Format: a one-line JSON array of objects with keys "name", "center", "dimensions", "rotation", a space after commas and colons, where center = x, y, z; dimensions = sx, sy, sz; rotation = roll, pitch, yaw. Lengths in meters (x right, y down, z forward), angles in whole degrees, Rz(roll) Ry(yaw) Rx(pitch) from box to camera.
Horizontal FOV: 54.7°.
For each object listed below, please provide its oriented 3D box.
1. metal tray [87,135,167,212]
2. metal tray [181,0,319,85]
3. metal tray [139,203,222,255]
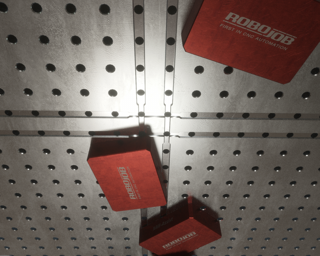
[{"name": "metal tray", "center": [-0.045, 0.073, 0.470], "dimensions": [0.090, 0.030, 0.129], "rotation": [-9, 130, 7]}, {"name": "metal tray", "center": [0.098, -0.105, 0.320], "dimensions": [0.131, 0.030, 0.089], "rotation": [15, 129, -13]}, {"name": "metal tray", "center": [0.036, 0.197, 0.577], "dimensions": [0.130, 0.030, 0.090], "rotation": [-36, 122, 26]}]
